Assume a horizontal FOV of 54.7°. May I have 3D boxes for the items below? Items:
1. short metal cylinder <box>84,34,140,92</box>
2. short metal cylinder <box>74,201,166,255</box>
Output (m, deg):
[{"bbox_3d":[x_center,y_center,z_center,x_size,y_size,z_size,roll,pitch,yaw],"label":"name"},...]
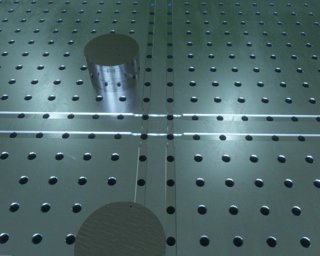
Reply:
[{"bbox_3d":[-0.071,-0.101,0.475,0.081,0.050,0.080,0,50,0],"label":"short metal cylinder"},{"bbox_3d":[-0.035,0.117,0.292,0.081,0.050,0.080,0,50,0],"label":"short metal cylinder"}]
